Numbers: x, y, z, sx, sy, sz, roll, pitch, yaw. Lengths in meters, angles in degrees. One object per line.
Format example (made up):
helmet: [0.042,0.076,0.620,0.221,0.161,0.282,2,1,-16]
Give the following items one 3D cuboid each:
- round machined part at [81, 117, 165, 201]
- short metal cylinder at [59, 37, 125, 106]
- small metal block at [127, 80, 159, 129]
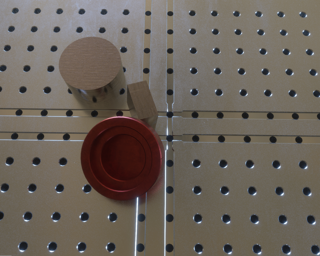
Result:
round machined part: [-0.042,0.035,0.377,0.098,0.042,0.097,0,91,12]
short metal cylinder: [-0.091,-0.077,0.426,0.081,0.050,0.080,0,70,0]
small metal block: [-0.024,-0.026,0.406,0.025,0.050,0.050,-15,71,-12]
